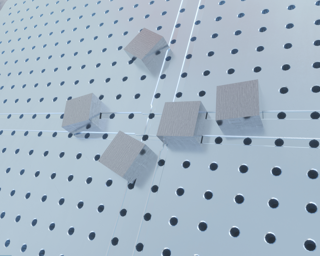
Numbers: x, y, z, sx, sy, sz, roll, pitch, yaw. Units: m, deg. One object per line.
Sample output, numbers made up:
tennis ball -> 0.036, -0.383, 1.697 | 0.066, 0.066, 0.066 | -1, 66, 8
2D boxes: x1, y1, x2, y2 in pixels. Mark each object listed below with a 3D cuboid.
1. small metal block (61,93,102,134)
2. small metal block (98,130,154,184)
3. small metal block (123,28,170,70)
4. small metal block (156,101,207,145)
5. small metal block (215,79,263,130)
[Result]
small metal block -> -0.123, -0.022, 0.488 | 0.050, 0.025, 0.050 | -13, 56, 21
small metal block -> -0.045, 0.038, 0.410 | 0.050, 0.025, 0.050 | 25, 75, 37
small metal block -> -0.022, -0.129, 0.500 | 0.050, 0.025, 0.050 | -48, 51, -6
small metal block -> 0.028, -0.006, 0.398 | 0.050, 0.025, 0.050 | 0, 62, 28
small metal block -> 0.096, -0.027, 0.375 | 0.050, 0.025, 0.050 | -7, 59, 25
